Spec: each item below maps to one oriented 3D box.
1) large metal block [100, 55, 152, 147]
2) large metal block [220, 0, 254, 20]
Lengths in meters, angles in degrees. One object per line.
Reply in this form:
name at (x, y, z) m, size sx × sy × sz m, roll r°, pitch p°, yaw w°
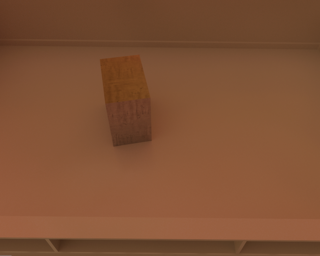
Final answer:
large metal block at (-0.043, -0.035, 0.398) m, size 0.050 × 0.080 × 0.080 m, roll -9°, pitch 51°, yaw -8°
large metal block at (0.159, -0.272, 0.602) m, size 0.050 × 0.080 × 0.080 m, roll 19°, pitch 53°, yaw 15°
